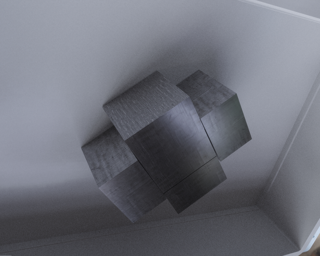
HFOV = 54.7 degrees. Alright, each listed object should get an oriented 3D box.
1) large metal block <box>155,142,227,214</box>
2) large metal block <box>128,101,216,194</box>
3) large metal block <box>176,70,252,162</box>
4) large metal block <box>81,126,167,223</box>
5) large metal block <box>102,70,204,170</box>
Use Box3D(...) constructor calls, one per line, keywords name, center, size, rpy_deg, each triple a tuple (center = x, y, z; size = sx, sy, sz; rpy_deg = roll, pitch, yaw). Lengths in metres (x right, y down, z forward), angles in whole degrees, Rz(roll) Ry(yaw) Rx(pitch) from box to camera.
Box3D(name="large metal block", center=(0.030, 0.055, 0.425), size=(0.080, 0.080, 0.050), rpy_deg=(-35, 129, -6))
Box3D(name="large metal block", center=(0.010, 0.021, 0.392), size=(0.080, 0.080, 0.050), rpy_deg=(-35, 129, -6))
Box3D(name="large metal block", center=(0.064, -0.017, 0.398), size=(0.050, 0.080, 0.080), rpy_deg=(-35, 129, -5))
Box3D(name="large metal block", center=(-0.045, 0.056, 0.383), size=(0.050, 0.080, 0.080), rpy_deg=(-35, 129, -5))
Box3D(name="large metal block", center=(-0.010, -0.012, 0.360), size=(0.080, 0.080, 0.050), rpy_deg=(-35, 129, -6))
